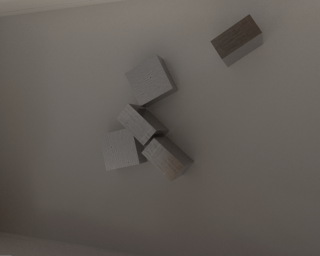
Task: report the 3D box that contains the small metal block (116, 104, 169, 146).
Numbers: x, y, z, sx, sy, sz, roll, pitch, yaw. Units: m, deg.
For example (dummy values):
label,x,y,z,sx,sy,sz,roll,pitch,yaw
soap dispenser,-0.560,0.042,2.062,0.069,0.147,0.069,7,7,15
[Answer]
label,x,y,z,sx,sy,sz,roll,pitch,yaw
small metal block,-0.021,-0.005,0.404,0.050,0.050,0.025,44,104,14

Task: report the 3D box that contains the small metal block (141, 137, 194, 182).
label,x,y,z,sx,sy,sz,roll,pitch,yaw
small metal block,0.011,0.037,0.393,0.050,0.050,0.025,43,103,14

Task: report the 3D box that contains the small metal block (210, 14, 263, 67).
label,x,y,z,sx,sy,sz,roll,pitch,yaw
small metal block,0.092,-0.100,0.365,0.050,0.050,0.025,-33,80,17

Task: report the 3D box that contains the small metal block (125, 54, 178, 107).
label,x,y,z,sx,sy,sz,roll,pitch,yaw
small metal block,-0.011,-0.061,0.414,0.050,0.025,0.050,-28,81,17

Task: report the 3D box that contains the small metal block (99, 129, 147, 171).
label,x,y,z,sx,sy,sz,roll,pitch,yaw
small metal block,-0.051,0.028,0.427,0.050,0.025,0.050,-14,86,19
